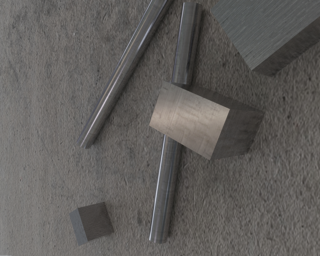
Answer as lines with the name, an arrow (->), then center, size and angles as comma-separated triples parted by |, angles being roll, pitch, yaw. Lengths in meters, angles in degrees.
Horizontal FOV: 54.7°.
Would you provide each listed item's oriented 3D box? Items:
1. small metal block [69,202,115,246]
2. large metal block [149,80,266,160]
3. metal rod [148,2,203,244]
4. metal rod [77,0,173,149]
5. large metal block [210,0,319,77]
small metal block -> -0.104, 0.146, 0.475 | 0.025, 0.050, 0.050 | -36, 68, 34
large metal block -> 0.050, -0.010, 0.328 | 0.080, 0.081, 0.050 | 30, 109, 36
metal rod -> 0.018, -0.001, 0.389 | 0.025, 0.025, 0.298 | 14, 99, 39
metal rod -> -0.049, -0.088, 0.445 | 0.025, 0.025, 0.298 | 48, 118, 29
large metal block -> 0.110, -0.108, 0.298 | 0.080, 0.050, 0.080 | -40, 66, 32
